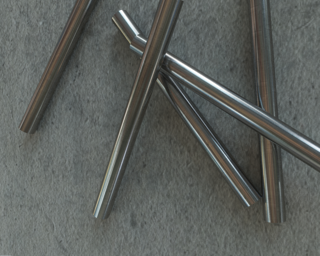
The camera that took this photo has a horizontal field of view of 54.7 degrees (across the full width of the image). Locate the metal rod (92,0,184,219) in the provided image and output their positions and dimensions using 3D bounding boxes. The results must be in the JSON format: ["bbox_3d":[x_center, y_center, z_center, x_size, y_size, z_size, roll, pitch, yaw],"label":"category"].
[{"bbox_3d":[-0.035,-0.010,0.385,0.025,0.025,0.298,27,112,17],"label":"metal rod"}]

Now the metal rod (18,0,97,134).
[{"bbox_3d":[-0.136,-0.126,0.455,0.025,0.025,0.299,31,100,17],"label":"metal rod"}]

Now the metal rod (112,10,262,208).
[{"bbox_3d":[0.028,-0.033,0.398,0.025,0.025,0.299,-38,78,16],"label":"metal rod"}]

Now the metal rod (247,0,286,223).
[{"bbox_3d":[0.124,-0.042,0.365,0.025,0.025,0.298,-4,89,19],"label":"metal rod"}]

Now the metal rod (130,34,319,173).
[{"bbox_3d":[0.088,-0.024,0.350,0.300,0.025,0.025,35,101,16],"label":"metal rod"}]
